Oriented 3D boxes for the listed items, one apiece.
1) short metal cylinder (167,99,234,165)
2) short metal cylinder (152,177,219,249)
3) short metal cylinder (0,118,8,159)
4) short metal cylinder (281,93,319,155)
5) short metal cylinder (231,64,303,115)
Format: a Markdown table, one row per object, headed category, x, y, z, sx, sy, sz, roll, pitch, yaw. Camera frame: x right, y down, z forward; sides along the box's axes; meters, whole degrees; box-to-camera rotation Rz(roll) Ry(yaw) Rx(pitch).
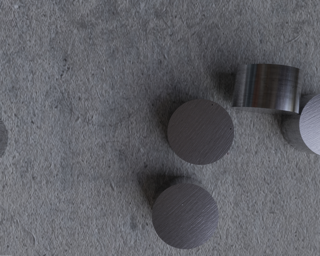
| category | x | y | z | sx | sy | sz | roll | pitch | yaw |
| --- | --- | --- | --- | --- | --- | --- | --- | --- | --- |
| short metal cylinder | 0.049 | 0.005 | 0.398 | 0.081 | 0.050 | 0.080 | 0 | 90 | 0 |
| short metal cylinder | 0.031 | 0.106 | 0.398 | 0.081 | 0.050 | 0.080 | 0 | 90 | 0 |
| short metal cylinder | -0.247 | 0.014 | 0.395 | 0.081 | 0.050 | 0.080 | 0 | 90 | 0 |
| short metal cylinder | 0.206 | -0.005 | 0.397 | 0.081 | 0.050 | 0.079 | 0 | 91 | -3 |
| short metal cylinder | 0.131 | -0.046 | 0.383 | 0.080 | 0.080 | 0.050 | 7 | 90 | 0 |
